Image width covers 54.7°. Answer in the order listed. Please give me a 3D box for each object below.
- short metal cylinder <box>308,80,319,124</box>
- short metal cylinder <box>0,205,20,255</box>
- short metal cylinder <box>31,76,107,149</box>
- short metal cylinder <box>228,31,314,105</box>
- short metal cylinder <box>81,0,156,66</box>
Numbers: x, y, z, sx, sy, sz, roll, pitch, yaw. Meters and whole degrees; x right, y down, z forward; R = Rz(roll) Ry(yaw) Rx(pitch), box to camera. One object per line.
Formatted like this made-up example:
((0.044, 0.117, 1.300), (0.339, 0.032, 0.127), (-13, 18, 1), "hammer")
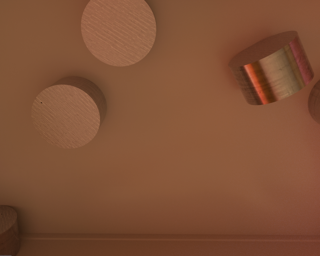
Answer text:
((0.238, -0.029, 0.389), (0.081, 0.050, 0.079), (0, 110, 0), "short metal cylinder")
((-0.243, 0.153, 0.436), (0.081, 0.080, 0.050), (3, 110, -1), "short metal cylinder")
((-0.111, -0.021, 0.389), (0.081, 0.050, 0.079), (0, 110, 0), "short metal cylinder")
((0.127, -0.069, 0.357), (0.080, 0.080, 0.050), (-28, 108, 10), "short metal cylinder")
((-0.044, -0.115, 0.355), (0.081, 0.050, 0.079), (0, 110, 0), "short metal cylinder")
